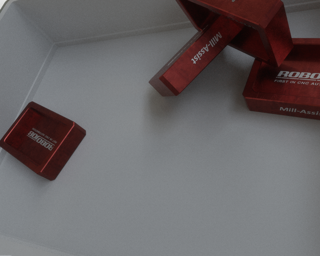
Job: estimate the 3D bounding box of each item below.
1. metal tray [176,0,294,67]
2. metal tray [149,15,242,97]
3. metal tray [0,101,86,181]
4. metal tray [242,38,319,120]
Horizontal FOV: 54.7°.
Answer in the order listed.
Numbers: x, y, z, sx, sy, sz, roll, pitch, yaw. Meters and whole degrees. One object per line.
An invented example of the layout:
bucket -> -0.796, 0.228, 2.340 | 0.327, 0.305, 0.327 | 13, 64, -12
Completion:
metal tray -> 0.080, -0.125, 0.351 | 0.130, 0.090, 0.030 | 38, 94, 33
metal tray -> 0.046, -0.097, 0.405 | 0.130, 0.030, 0.090 | -46, 11, -4
metal tray -> -0.189, 0.016, 0.491 | 0.130, 0.030, 0.090 | 22, 73, 36
metal tray -> 0.170, -0.057, 0.347 | 0.130, 0.030, 0.090 | 11, 67, 32
